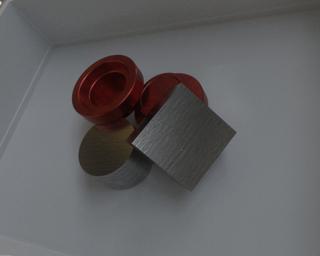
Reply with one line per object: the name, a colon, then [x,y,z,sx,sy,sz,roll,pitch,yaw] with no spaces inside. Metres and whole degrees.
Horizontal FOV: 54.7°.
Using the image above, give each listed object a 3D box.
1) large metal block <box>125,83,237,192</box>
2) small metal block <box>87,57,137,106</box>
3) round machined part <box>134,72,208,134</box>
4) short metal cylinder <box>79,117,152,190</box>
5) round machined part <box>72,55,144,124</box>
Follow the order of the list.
large metal block: [0.021,0.010,0.342,0.080,0.080,0.050,-51,11,-9]
small metal block: [-0.071,-0.070,0.465,0.050,0.050,0.025,-39,51,2]
round machined part: [0.009,-0.033,0.405,0.098,0.042,0.098,-13,56,20]
short metal cylinder: [-0.055,0.032,0.395,0.080,0.050,0.080,-13,56,20]
round machined part: [-0.065,-0.047,0.417,0.098,0.042,0.098,-13,56,20]
